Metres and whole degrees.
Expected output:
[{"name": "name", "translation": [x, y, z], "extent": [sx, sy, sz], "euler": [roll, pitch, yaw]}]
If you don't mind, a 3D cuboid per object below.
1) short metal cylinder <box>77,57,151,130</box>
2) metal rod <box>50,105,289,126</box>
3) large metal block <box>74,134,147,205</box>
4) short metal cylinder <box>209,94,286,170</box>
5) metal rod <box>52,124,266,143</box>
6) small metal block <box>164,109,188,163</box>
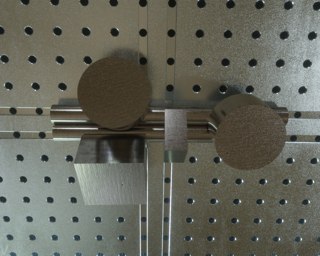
[{"name": "short metal cylinder", "translation": [-0.051, -0.038, 0.366], "extent": [0.081, 0.050, 0.080], "euler": [0, 86, -1]}, {"name": "metal rod", "translation": [0.013, -0.017, 0.404], "extent": [0.302, 0.025, 0.025], "euler": [1, 110, -1]}, {"name": "large metal block", "translation": [-0.059, 0.055, 0.401], "extent": [0.081, 0.050, 0.079], "euler": [-1, 130, 0]}, {"name": "short metal cylinder", "translation": [0.102, 0.004, 0.372], "extent": [0.081, 0.050, 0.079], "euler": [0, 110, 0]}, {"name": "metal rod", "translation": [0.012, 0.007, 0.412], "extent": [0.302, 0.025, 0.025], "euler": [1, 110, -1]}, {"name": "small metal block", "translation": [0.018, 0.011, 0.370], "extent": [0.025, 0.050, 0.050], "euler": [1, 68, -1]}]
